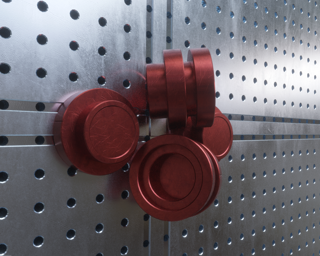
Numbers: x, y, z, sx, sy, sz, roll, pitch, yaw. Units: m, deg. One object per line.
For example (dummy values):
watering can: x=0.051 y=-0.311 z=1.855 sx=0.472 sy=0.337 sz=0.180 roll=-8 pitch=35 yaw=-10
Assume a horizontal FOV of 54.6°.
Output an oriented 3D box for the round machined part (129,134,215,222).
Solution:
round machined part: x=0.017 y=0.058 z=0.369 sx=0.042 sy=0.098 sz=0.098 roll=25 pitch=71 yaw=-71

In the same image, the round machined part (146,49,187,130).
round machined part: x=0.006 y=-0.046 z=0.381 sx=0.042 sy=0.098 sz=0.097 roll=-4 pitch=94 yaw=0

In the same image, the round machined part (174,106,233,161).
round machined part: x=0.070 y=0.012 z=0.456 sx=0.099 sy=0.042 sz=0.097 roll=0 pitch=90 yaw=-40

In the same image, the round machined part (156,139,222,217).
round machined part: x=0.030 y=0.063 z=0.398 sx=0.042 sy=0.098 sz=0.098 roll=27 pitch=70 yaw=-70

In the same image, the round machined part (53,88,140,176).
round machined part: x=-0.062 y=0.004 z=0.344 sx=0.099 sy=0.042 sz=0.097 roll=0 pitch=90 yaw=-40

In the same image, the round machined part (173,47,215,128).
round machined part: x=0.038 y=-0.048 z=0.384 sx=0.042 sy=0.098 sz=0.097 roll=-4 pitch=94 yaw=0
